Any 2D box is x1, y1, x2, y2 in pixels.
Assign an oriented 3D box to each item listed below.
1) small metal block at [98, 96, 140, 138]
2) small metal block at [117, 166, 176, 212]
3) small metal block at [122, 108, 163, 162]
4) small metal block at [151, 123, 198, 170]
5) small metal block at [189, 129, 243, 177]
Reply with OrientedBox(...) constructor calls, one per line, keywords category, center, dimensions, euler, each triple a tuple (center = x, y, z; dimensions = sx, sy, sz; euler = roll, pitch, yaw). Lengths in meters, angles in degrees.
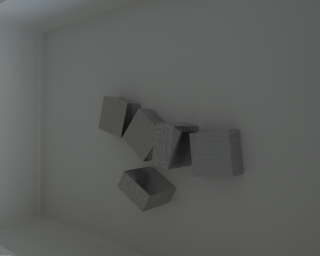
OrientedBox(category="small metal block", center=(-0.060, -0.017, 0.451), dimensions=(0.050, 0.025, 0.050), euler=(20, 102, 38))
OrientedBox(category="small metal block", center=(-0.017, 0.077, 0.400), dimensions=(0.050, 0.050, 0.025), euler=(37, 114, 33))
OrientedBox(category="small metal block", center=(-0.017, 0.009, 0.415), dimensions=(0.050, 0.025, 0.050), euler=(46, 117, 30))
OrientedBox(category="small metal block", center=(0.018, 0.020, 0.372), dimensions=(0.025, 0.050, 0.050), euler=(12, 98, 38))
OrientedBox(category="small metal block", center=(0.063, 0.029, 0.350), dimensions=(0.050, 0.025, 0.050), euler=(-7, 86, 39))
